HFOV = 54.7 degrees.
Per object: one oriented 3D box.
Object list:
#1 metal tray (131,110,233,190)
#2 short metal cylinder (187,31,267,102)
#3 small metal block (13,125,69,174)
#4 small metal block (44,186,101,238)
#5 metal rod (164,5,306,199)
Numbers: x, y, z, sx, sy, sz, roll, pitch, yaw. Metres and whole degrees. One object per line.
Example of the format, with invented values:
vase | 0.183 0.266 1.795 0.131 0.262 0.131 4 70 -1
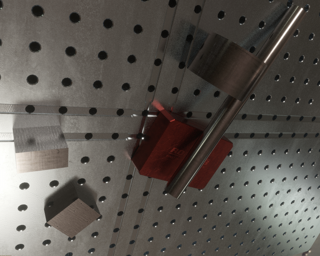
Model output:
metal tray | 0.036 0.036 0.452 0.131 0.030 0.090 21 107 -36
short metal cylinder | 0.080 -0.074 0.376 0.080 0.080 0.050 21 107 -36
small metal block | -0.131 0.022 0.338 0.050 0.050 0.025 -5 121 -26
small metal block | -0.118 0.114 0.419 0.050 0.025 0.050 -38 130 -3
metal rod | 0.101 -0.035 0.418 0.025 0.025 0.299 35 90 -39
